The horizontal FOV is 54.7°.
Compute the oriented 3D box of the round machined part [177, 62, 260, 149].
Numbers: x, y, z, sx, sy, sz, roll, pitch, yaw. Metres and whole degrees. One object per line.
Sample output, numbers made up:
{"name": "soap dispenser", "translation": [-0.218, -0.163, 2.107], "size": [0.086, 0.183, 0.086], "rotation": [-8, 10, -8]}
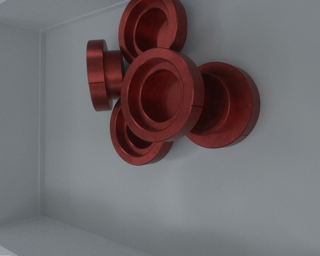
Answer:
{"name": "round machined part", "translation": [0.057, -0.025, 0.347], "size": [0.098, 0.042, 0.097], "rotation": [0, 90, 39]}

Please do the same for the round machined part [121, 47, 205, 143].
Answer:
{"name": "round machined part", "translation": [0.007, -0.034, 0.334], "size": [0.098, 0.042, 0.097], "rotation": [0, 90, 39]}

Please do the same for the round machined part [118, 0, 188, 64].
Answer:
{"name": "round machined part", "translation": [-0.005, -0.123, 0.398], "size": [0.098, 0.042, 0.097], "rotation": [0, 90, 39]}

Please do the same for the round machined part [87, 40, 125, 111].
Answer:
{"name": "round machined part", "translation": [-0.071, -0.073, 0.429], "size": [0.042, 0.098, 0.097], "rotation": [-5, 86, -3]}

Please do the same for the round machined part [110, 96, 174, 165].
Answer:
{"name": "round machined part", "translation": [-0.018, -0.001, 0.408], "size": [0.098, 0.042, 0.097], "rotation": [0, 90, 39]}
